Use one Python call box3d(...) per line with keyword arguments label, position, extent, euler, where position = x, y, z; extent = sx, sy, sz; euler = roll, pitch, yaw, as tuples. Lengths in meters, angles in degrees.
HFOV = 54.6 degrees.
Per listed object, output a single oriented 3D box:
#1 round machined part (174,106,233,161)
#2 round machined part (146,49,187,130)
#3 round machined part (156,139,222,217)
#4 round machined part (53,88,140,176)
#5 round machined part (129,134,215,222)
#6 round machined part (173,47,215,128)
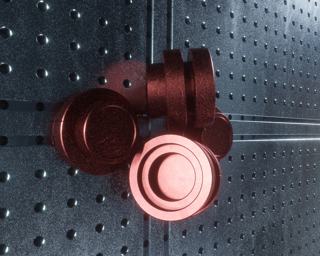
box3d(label="round machined part", position=(0.070, 0.012, 0.456), extent=(0.099, 0.042, 0.097), euler=(0, 90, -40))
box3d(label="round machined part", position=(0.006, -0.046, 0.381), extent=(0.042, 0.098, 0.097), euler=(-4, 94, 0))
box3d(label="round machined part", position=(0.030, 0.063, 0.398), extent=(0.042, 0.098, 0.098), euler=(27, 70, -70))
box3d(label="round machined part", position=(-0.062, 0.004, 0.344), extent=(0.099, 0.042, 0.097), euler=(0, 90, -40))
box3d(label="round machined part", position=(0.017, 0.058, 0.369), extent=(0.042, 0.098, 0.098), euler=(25, 71, -71))
box3d(label="round machined part", position=(0.038, -0.048, 0.384), extent=(0.042, 0.098, 0.097), euler=(-4, 94, 0))
